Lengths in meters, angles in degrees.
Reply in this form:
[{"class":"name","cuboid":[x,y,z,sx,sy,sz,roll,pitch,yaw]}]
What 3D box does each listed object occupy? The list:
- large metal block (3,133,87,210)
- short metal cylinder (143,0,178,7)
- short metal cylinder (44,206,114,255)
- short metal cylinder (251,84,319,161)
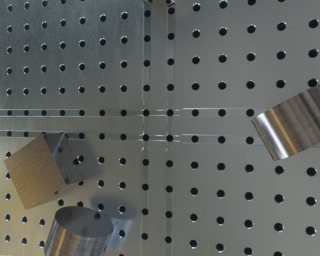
[{"class":"large metal block","cuboid":[-0.169,0.062,0.459,0.080,0.050,0.080,-32,80,17]},{"class":"short metal cylinder","cuboid":[-0.005,-0.206,0.401,0.080,0.050,0.079,0,90,20]},{"class":"short metal cylinder","cuboid":[-0.110,0.149,0.422,0.080,0.080,0.050,22,98,18]},{"class":"short metal cylinder","cuboid":[0.146,-0.005,0.332,0.080,0.080,0.050,-30,81,17]}]
